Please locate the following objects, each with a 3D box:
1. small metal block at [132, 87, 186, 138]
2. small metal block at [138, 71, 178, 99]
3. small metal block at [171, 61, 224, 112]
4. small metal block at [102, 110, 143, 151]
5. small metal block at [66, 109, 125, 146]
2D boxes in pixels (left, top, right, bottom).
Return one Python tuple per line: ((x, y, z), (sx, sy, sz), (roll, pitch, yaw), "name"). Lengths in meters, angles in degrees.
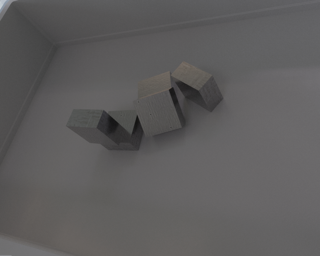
((-0.001, -0.020, 0.401), (0.050, 0.050, 0.025), (-16, 11, 19), "small metal block")
((-0.003, -0.046, 0.436), (0.050, 0.025, 0.050), (-16, 55, 19), "small metal block")
((0.048, -0.053, 0.397), (0.025, 0.050, 0.050), (-49, 51, -6), "small metal block")
((-0.051, 0.003, 0.431), (0.050, 0.025, 0.050), (-1, 61, 27), "small metal block")
((-0.083, -0.001, 0.402), (0.050, 0.050, 0.025), (3, 64, 30), "small metal block")
